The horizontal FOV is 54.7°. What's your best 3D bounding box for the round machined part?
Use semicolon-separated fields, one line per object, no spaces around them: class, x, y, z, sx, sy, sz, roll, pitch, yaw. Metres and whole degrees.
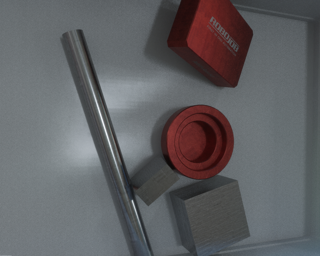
round machined part;0.047;0.018;0.420;0.099;0.042;0.097;0;90;-21

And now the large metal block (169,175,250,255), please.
large metal block;0.067;0.118;0.424;0.081;0.050;0.080;-16;96;-20

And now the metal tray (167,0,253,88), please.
metal tray;0.071;-0.118;0.404;0.131;0.030;0.090;25;81;-47

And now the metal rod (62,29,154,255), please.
metal rod;-0.062;0.028;0.388;0.025;0.025;0.298;-19;97;-19

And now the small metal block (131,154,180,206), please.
small metal block;-0.008;0.064;0.391;0.050;0.050;0.025;-41;104;-3
